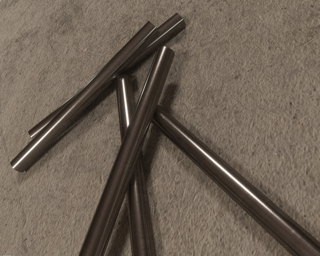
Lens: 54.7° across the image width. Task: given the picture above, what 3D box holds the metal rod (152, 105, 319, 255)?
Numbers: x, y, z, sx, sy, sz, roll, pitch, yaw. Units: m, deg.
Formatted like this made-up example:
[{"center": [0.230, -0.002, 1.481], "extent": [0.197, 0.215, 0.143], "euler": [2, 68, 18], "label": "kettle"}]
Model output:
[{"center": [0.078, 0.059, 0.326], "extent": [0.025, 0.025, 0.300], "euler": [-45, 51, -3], "label": "metal rod"}]

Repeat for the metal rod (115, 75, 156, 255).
[{"center": [-0.033, 0.048, 0.390], "extent": [0.025, 0.025, 0.299], "euler": [-21, 54, 15], "label": "metal rod"}]

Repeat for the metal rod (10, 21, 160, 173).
[{"center": [-0.115, -0.045, 0.471], "extent": [0.300, 0.025, 0.025], "euler": [-45, 51, 4], "label": "metal rod"}]

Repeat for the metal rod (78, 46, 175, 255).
[{"center": [-0.036, 0.027, 0.371], "extent": [0.025, 0.025, 0.300], "euler": [5, 64, 30], "label": "metal rod"}]

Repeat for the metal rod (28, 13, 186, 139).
[{"center": [-0.085, -0.079, 0.494], "extent": [0.300, 0.025, 0.025], "euler": [-38, 51, 2], "label": "metal rod"}]
